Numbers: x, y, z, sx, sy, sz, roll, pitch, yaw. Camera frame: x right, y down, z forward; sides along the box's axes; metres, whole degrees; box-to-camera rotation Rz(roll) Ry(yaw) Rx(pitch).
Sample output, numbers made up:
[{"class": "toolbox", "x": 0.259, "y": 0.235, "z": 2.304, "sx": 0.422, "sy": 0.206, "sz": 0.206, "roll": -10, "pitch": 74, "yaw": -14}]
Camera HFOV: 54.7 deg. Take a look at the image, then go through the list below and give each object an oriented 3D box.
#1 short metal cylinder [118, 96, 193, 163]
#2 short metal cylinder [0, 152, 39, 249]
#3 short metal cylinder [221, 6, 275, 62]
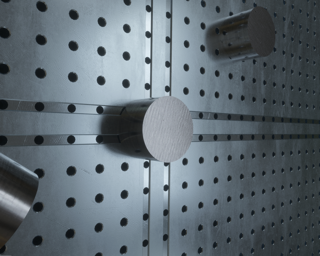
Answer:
[{"class": "short metal cylinder", "x": -0.004, "y": 0.001, "z": 0.389, "sx": 0.081, "sy": 0.050, "sz": 0.079, "roll": 0, "pitch": 90, "yaw": -40}, {"class": "short metal cylinder", "x": -0.147, "y": 0.058, "z": 0.250, "sx": 0.050, "sy": 0.080, "sz": 0.080, "roll": 44, "pitch": 64, "yaw": -31}, {"class": "short metal cylinder", "x": 0.148, "y": -0.155, "z": 0.516, "sx": 0.081, "sy": 0.050, "sz": 0.079, "roll": 0, "pitch": 90, "yaw": -40}]
